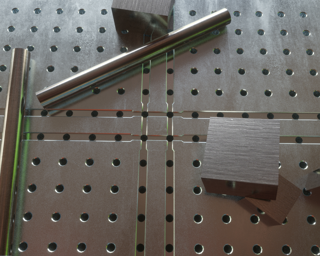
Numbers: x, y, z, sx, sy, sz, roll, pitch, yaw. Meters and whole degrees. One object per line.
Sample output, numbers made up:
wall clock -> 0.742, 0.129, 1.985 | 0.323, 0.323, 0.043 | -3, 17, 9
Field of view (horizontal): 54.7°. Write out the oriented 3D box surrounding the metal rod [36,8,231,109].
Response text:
metal rod -> -0.031, -0.104, 0.449 | 0.302, 0.025, 0.025 | -27, 72, -10

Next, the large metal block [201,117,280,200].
large metal block -> 0.098, 0.035, 0.369 | 0.080, 0.050, 0.080 | 3, 60, 19

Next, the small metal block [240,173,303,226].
small metal block -> 0.136, 0.083, 0.382 | 0.050, 0.025, 0.050 | 36, 74, 12

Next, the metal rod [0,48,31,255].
metal rod -> -0.192, 0.031, 0.398 | 0.025, 0.025, 0.299 | -3, 70, -1

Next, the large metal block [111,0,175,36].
large metal block -> -0.022, -0.190, 0.468 | 0.080, 0.050, 0.080 | 10, 70, 3

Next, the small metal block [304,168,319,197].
small metal block -> 0.213, 0.070, 0.374 | 0.050, 0.050, 0.025 | 20, 72, 7
